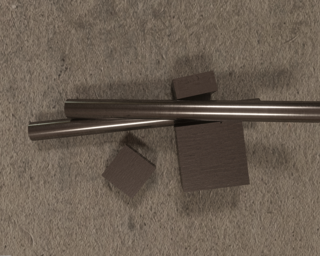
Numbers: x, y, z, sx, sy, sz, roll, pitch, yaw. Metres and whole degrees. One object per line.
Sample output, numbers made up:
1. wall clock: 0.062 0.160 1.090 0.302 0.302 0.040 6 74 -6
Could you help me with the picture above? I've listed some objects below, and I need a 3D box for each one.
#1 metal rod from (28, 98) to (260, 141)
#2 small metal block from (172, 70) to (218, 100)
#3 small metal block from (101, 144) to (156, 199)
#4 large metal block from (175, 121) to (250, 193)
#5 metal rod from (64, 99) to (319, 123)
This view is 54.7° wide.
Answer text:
1. metal rod: -0.018 -0.011 0.409 0.302 0.025 0.025 -6 90 -1
2. small metal block: 0.042 -0.052 0.398 0.050 0.050 0.025 -12 90 -1
3. small metal block: -0.040 0.056 0.410 0.050 0.025 0.050 38 90 -1
4. large metal block: 0.064 0.033 0.398 0.081 0.050 0.079 -7 90 -1
5. metal rod: 0.032 -0.022 0.375 0.302 0.025 0.025 1 90 8
